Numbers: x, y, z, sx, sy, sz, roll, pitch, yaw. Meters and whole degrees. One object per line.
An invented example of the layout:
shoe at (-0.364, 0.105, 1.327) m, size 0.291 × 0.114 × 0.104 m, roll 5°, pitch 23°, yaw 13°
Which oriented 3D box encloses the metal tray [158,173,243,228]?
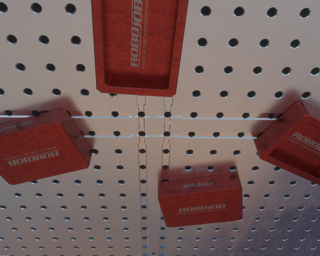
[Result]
metal tray at (0.068, 0.122, 0.514) m, size 0.131 × 0.030 × 0.090 m, roll -8°, pitch 130°, yaw 6°

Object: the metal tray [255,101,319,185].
metal tray at (0.213, 0.026, 0.433) m, size 0.131 × 0.030 × 0.089 m, roll 23°, pitch 126°, yaw -19°

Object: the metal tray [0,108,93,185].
metal tray at (-0.173, 0.029, 0.431) m, size 0.130 × 0.030 × 0.090 m, roll -14°, pitch 129°, yaw 11°

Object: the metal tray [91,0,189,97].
metal tray at (-0.022, -0.096, 0.326) m, size 0.091 × 0.030 × 0.129 m, roll 3°, pitch 130°, yaw -4°
